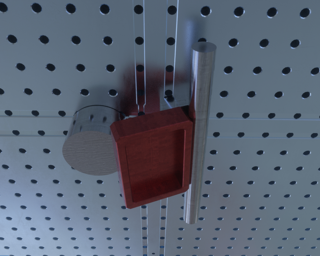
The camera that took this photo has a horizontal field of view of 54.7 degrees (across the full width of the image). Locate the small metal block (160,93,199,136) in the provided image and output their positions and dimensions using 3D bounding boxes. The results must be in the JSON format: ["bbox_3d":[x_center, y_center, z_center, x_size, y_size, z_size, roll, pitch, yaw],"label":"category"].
[{"bbox_3d":[0.031,-0.015,0.399,0.050,0.025,0.050,-12,130,9],"label":"small metal block"}]

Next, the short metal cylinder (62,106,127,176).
[{"bbox_3d":[-0.082,0.017,0.408,0.081,0.050,0.079,0,130,0],"label":"short metal cylinder"}]

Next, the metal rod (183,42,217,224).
[{"bbox_3d":[0.047,0.032,0.406,0.025,0.025,0.298,-1,130,0],"label":"metal rod"}]

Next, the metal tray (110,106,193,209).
[{"bbox_3d":[-0.008,0.041,0.391,0.091,0.030,0.129,-14,132,-14],"label":"metal tray"}]

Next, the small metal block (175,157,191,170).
[{"bbox_3d":[0.020,0.052,0.455,0.050,0.025,0.050,32,123,-25],"label":"small metal block"}]
